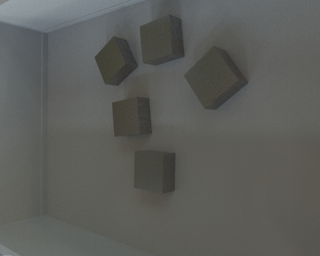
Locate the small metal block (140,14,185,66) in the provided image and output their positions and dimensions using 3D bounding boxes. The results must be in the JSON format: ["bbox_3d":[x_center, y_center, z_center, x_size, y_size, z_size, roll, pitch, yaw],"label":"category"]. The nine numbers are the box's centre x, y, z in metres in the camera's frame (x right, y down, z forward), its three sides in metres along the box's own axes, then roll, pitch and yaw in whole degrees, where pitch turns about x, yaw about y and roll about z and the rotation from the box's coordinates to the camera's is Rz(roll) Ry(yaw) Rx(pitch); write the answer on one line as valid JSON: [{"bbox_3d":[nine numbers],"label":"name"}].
[{"bbox_3d":[0.002,-0.113,0.405,0.050,0.025,0.050,-8,85,39],"label":"small metal block"}]

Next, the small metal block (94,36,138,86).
[{"bbox_3d":[-0.066,-0.099,0.461,0.050,0.025,0.050,-36,68,34],"label":"small metal block"}]

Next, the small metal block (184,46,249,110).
[{"bbox_3d":[0.063,-0.056,0.355,0.050,0.025,0.050,-42,65,32],"label":"small metal block"}]

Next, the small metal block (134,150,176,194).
[{"bbox_3d":[-0.007,0.057,0.413,0.050,0.025,0.050,2,91,40],"label":"small metal block"}]

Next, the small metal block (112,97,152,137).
[{"bbox_3d":[-0.040,-0.015,0.440,0.050,0.025,0.050,-8,85,39],"label":"small metal block"}]
